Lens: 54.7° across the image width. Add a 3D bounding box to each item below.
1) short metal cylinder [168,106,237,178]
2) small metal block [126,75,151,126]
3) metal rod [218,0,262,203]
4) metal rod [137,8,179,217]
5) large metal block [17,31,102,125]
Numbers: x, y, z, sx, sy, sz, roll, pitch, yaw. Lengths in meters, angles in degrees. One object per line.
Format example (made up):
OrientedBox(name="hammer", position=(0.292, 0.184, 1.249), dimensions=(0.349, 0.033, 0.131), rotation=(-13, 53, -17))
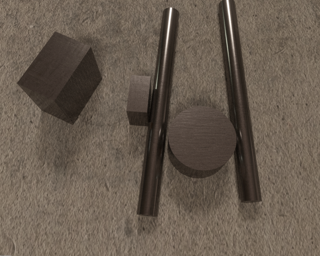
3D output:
OrientedBox(name="short metal cylinder", position=(0.050, 0.019, 0.389), dimensions=(0.081, 0.050, 0.080), rotation=(0, 70, 0))
OrientedBox(name="small metal block", position=(-0.026, -0.035, 0.407), dimensions=(0.025, 0.050, 0.050), rotation=(4, 70, 1))
OrientedBox(name="metal rod", position=(0.107, -0.051, 0.427), dimensions=(0.025, 0.025, 0.299), rotation=(-1, 70, -1))
OrientedBox(name="metal rod", position=(0.001, -0.035, 0.420), dimensions=(0.025, 0.025, 0.299), rotation=(6, 70, 2))
OrientedBox(name="large metal block", position=(-0.123, -0.061, 0.400), dimensions=(0.050, 0.080, 0.080), rotation=(25, 72, 8))
